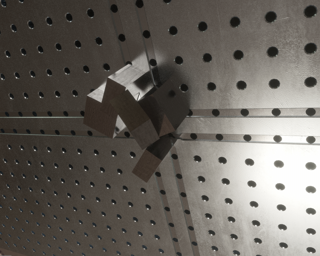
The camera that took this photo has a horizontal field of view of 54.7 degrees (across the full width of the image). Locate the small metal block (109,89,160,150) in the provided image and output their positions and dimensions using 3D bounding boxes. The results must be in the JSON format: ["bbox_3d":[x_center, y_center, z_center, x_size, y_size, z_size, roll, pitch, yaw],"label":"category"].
[{"bbox_3d":[-0.029,-0.009,0.362,0.050,0.025,0.050,53,174,29],"label":"small metal block"}]

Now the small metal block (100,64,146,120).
[{"bbox_3d":[-0.047,-0.046,0.390,0.025,0.050,0.050,30,128,9],"label":"small metal block"}]

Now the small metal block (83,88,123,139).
[{"bbox_3d":[-0.078,-0.020,0.438,0.050,0.025,0.050,27,128,11],"label":"small metal block"}]

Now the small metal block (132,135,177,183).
[{"bbox_3d":[-0.008,0.038,0.421,0.025,0.050,0.050,35,129,5],"label":"small metal block"}]

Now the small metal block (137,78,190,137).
[{"bbox_3d":[0.005,-0.025,0.375,0.025,0.050,0.050,-23,107,36],"label":"small metal block"}]
